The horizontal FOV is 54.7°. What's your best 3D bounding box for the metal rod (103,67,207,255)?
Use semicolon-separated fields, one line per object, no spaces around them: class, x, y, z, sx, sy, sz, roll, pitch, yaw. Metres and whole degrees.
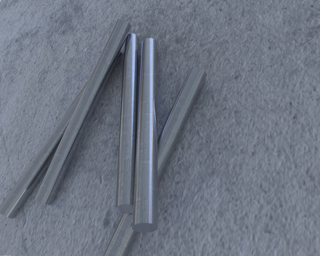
metal rod;-0.008;0.053;0.374;0.025;0.025;0.300;13;68;33

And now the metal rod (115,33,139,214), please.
metal rod;-0.041;-0.030;0.424;0.025;0.025;0.300;-18;49;18

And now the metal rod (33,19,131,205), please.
metal rod;-0.110;-0.034;0.463;0.025;0.025;0.299;11;72;32

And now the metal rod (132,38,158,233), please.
metal rod;-0.016;-0.018;0.397;0.025;0.025;0.300;-17;48;18

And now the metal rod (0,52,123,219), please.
metal rod;-0.146;-0.002;0.479;0.025;0.025;0.300;20;72;35
